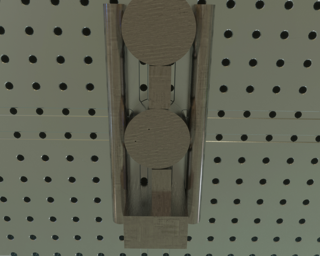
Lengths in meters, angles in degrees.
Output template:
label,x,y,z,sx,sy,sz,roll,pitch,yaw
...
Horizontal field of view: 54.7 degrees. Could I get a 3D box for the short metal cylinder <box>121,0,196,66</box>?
label,x,y,z,sx,sy,sz,roll,pitch,yaw
short metal cylinder,-0.001,-0.116,0.357,0.081,0.050,0.079,0,110,0

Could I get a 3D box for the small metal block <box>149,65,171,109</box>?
label,x,y,z,sx,sy,sz,roll,pitch,yaw
small metal block,0.000,-0.055,0.378,0.025,0.050,0.050,1,110,0

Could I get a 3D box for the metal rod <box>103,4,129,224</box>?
label,x,y,z,sx,sy,sz,roll,pitch,yaw
metal rod,-0.056,-0.004,0.410,0.025,0.025,0.298,1,110,0

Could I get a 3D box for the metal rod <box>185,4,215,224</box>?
label,x,y,z,sx,sy,sz,roll,pitch,yaw
metal rod,0.050,-0.004,0.411,0.025,0.025,0.298,1,110,0

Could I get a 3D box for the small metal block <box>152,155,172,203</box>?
label,x,y,z,sx,sy,sz,roll,pitch,yaw
small metal block,0.002,0.067,0.424,0.025,0.050,0.050,0,110,0

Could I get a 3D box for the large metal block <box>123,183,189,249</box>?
label,x,y,z,sx,sy,sz,roll,pitch,yaw
large metal block,-0.005,0.118,0.427,0.081,0.080,0.050,1,110,-1

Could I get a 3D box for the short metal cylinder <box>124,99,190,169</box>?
label,x,y,z,sx,sy,sz,roll,pitch,yaw
short metal cylinder,-0.003,0.006,0.402,0.081,0.050,0.079,0,110,0
